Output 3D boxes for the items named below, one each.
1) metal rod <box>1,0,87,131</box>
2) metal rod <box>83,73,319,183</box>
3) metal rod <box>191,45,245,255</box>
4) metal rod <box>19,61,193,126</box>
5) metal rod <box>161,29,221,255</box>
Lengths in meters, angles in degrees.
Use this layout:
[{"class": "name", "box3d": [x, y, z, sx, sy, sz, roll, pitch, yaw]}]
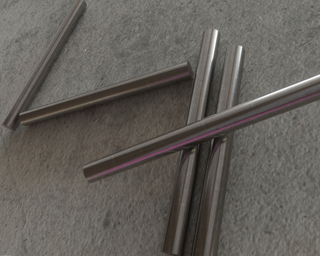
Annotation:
[{"class": "metal rod", "box3d": [-0.214, -0.131, 0.593, 0.025, 0.025, 0.300, 7, 65, 31]}, {"class": "metal rod", "box3d": [0.049, 0.002, 0.342, 0.301, 0.025, 0.025, -21, 54, 14]}, {"class": "metal rod", "box3d": [0.067, 0.029, 0.349, 0.025, 0.025, 0.300, 0, 62, 28]}, {"class": "metal rod", "box3d": [-0.095, -0.048, 0.481, 0.301, 0.025, 0.025, -13, 56, 20]}, {"class": "metal rod", "box3d": [0.044, -0.002, 0.381, 0.025, 0.025, 0.300, -1, 61, 27]}]
